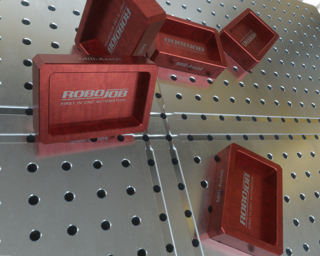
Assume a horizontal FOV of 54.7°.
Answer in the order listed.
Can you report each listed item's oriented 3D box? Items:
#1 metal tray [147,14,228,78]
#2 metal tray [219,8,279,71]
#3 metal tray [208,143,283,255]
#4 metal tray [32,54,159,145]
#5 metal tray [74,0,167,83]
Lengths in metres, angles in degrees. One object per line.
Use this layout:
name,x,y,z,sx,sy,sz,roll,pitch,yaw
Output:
metal tray,0.042,-0.137,0.513,0.131,0.030,0.090,7,59,-25
metal tray,0.174,-0.177,0.609,0.090,0.030,0.131,43,51,1
metal tray,0.118,0.094,0.413,0.090,0.030,0.130,26,52,-13
metal tray,-0.071,-0.034,0.349,0.131,0.089,0.030,-7,32,-32
metal tray,-0.056,-0.122,0.386,0.030,0.129,0.090,-34,81,-39
